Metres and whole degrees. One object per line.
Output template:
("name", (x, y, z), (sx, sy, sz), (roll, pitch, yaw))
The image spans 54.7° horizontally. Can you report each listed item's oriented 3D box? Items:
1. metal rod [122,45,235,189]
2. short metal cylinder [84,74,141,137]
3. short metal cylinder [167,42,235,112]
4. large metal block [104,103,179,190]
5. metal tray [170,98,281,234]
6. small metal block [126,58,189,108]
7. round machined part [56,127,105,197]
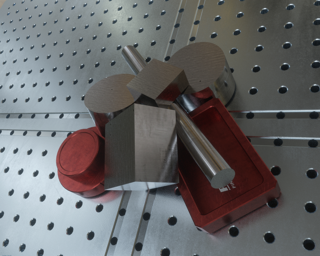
("metal rod", (0.004, -0.038, 0.393), (0.025, 0.025, 0.300), (-37, 42, 4))
("short metal cylinder", (-0.055, -0.029, 0.420), (0.080, 0.050, 0.080), (-8, 44, 9))
("short metal cylinder", (0.051, -0.063, 0.400), (0.080, 0.050, 0.080), (-13, 56, 21))
("large metal block", (-0.024, 0.026, 0.350), (0.080, 0.050, 0.080), (-27, 60, 55))
("metal tray", (0.058, 0.037, 0.347), (0.090, 0.030, 0.130), (-31, 52, 7))
("small metal block", (-0.003, -0.051, 0.368), (0.050, 0.025, 0.050), (30, 70, 38))
("round machined part", (-0.100, 0.040, 0.420), (0.098, 0.042, 0.098), (-13, 56, 21))
